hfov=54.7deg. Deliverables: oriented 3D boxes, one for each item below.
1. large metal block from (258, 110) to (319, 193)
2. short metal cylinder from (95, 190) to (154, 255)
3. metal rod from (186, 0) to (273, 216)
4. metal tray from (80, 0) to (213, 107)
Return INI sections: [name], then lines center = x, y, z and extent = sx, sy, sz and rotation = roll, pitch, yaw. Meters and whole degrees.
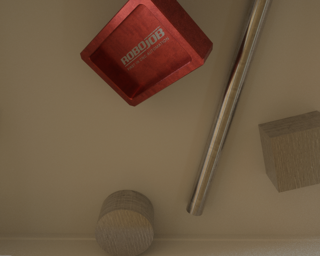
[large metal block]
center = 0.184, 0.030, 0.412
extent = 0.080, 0.050, 0.080
rotation = -14, 110, 4
[short metal cylinder]
center = -0.049, 0.137, 0.448
extent = 0.081, 0.050, 0.079
rotation = 0, 110, -1
[metal rod]
center = 0.084, -0.014, 0.407
extent = 0.025, 0.025, 0.298
rotation = 12, 110, -5
[metal tray]
center = -0.020, -0.083, 0.337
extent = 0.090, 0.030, 0.130
rotation = 44, 141, -18
